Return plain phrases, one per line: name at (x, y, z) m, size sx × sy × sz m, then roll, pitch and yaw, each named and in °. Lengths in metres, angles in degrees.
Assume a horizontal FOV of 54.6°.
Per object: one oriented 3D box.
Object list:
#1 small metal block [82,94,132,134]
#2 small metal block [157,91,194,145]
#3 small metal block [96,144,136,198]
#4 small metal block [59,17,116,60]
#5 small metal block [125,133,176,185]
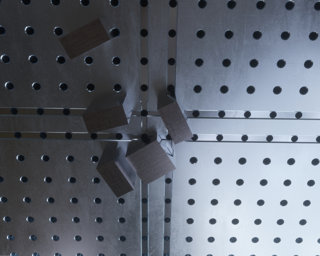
small metal block at (-0.065, -0.019, 0.393) m, size 0.050 × 0.050 × 0.025 m, roll -14°, pitch 110°, yaw 5°
small metal block at (0.019, -0.014, 0.395) m, size 0.025 × 0.050 × 0.050 m, roll -24°, pitch 108°, yaw 9°
small metal block at (-0.057, 0.057, 0.421) m, size 0.025 × 0.050 × 0.050 m, roll -28°, pitch 108°, yaw 10°
small metal block at (-0.082, -0.105, 0.361) m, size 0.050 × 0.050 × 0.025 m, roll -24°, pitch 108°, yaw 9°
small metal block at (-0.012, 0.043, 0.429) m, size 0.050 × 0.025 × 0.050 m, roll -30°, pitch 108°, yaw 10°
